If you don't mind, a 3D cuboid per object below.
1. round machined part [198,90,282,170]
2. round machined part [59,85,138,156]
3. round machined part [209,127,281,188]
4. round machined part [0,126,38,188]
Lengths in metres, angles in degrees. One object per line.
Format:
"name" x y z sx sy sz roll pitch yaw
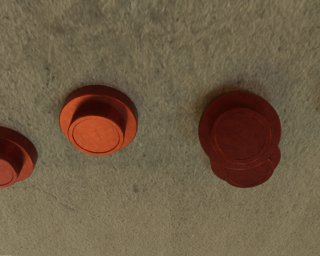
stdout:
"round machined part" 0.096 0.005 0.375 0.098 0.042 0.097 2 104 9
"round machined part" -0.078 -0.002 0.393 0.099 0.042 0.097 -1 130 0
"round machined part" 0.121 0.048 0.439 0.099 0.042 0.097 -1 130 0
"round machined part" -0.228 0.046 0.432 0.099 0.042 0.097 -1 130 0
